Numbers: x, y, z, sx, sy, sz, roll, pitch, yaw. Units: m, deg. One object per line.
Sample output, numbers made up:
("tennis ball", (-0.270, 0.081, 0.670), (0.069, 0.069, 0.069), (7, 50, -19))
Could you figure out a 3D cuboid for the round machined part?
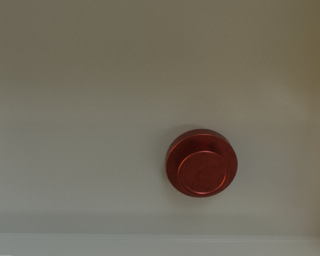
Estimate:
("round machined part", (0.057, 0.054, 0.422), (0.099, 0.042, 0.097), (0, 110, 0))
